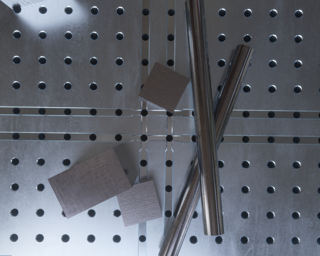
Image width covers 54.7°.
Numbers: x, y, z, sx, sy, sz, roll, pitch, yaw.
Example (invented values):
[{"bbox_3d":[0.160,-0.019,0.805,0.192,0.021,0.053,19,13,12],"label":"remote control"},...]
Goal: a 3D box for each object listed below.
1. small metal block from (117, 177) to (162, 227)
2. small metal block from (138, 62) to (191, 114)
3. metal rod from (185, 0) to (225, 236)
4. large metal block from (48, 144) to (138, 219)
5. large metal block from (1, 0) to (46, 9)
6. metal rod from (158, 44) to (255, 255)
[{"bbox_3d":[-0.028,0.098,0.413,0.050,0.025,0.050,-15,90,0],"label":"small metal block"},{"bbox_3d":[0.006,-0.053,0.413,0.050,0.025,0.050,27,90,0],"label":"small metal block"},{"bbox_3d":[0.056,-0.020,0.394,0.025,0.025,0.298,-4,82,0],"label":"metal rod"},{"bbox_3d":[-0.078,0.061,0.385,0.080,0.080,0.050,-26,90,0],"label":"large metal block"},{"bbox_3d":[-0.170,-0.197,0.384,0.080,0.080,0.050,-15,90,0],"label":"large metal block"},{"bbox_3d":[0.062,0.034,0.413,0.025,0.025,0.299,21,90,0],"label":"metal rod"}]
